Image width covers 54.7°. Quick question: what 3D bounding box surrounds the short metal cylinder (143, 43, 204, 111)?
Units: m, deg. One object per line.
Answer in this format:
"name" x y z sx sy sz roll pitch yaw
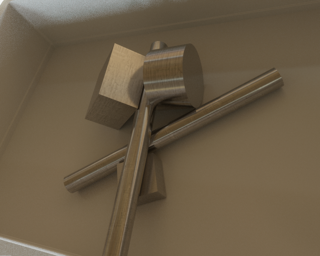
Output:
"short metal cylinder" 0.019 -0.063 0.395 0.050 0.080 0.080 -3 60 25

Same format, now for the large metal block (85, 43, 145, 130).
"large metal block" -0.060 -0.053 0.425 0.080 0.050 0.080 -40 34 57

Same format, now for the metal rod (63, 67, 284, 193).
"metal rod" 0.009 0.008 0.392 0.301 0.025 0.025 -28 53 10

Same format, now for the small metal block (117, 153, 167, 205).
"small metal block" -0.023 0.064 0.376 0.050 0.025 0.050 -19 54 16

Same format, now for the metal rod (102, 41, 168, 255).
"metal rod" -0.025 0.014 0.373 0.025 0.025 0.300 -4 58 25
